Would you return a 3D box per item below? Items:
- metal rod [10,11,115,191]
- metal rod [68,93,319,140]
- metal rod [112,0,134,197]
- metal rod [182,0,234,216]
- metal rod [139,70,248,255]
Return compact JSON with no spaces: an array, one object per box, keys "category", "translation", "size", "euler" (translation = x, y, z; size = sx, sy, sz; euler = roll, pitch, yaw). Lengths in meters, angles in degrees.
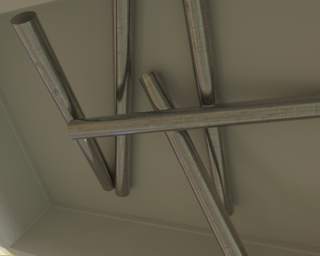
[{"category":"metal rod","translation":[-0.107,-0.006,0.404],"size":[0.025,0.025,0.299],"euler":[12,142,22]},{"category":"metal rod","translation":[0.039,-0.011,0.338],"size":[0.301,0.025,0.025],"euler":[-5,117,15]},{"category":"metal rod","translation":[-0.051,-0.020,0.422],"size":[0.025,0.025,0.298],"euler":[17,125,18]},{"category":"metal rod","translation":[0.061,-0.016,0.366],"size":[0.025,0.025,0.298],"euler":[1,119,27]},{"category":"metal rod","translation":[0.050,0.070,0.363],"size":[0.025,0.025,0.299],"euler":[-30,82,38]}]
